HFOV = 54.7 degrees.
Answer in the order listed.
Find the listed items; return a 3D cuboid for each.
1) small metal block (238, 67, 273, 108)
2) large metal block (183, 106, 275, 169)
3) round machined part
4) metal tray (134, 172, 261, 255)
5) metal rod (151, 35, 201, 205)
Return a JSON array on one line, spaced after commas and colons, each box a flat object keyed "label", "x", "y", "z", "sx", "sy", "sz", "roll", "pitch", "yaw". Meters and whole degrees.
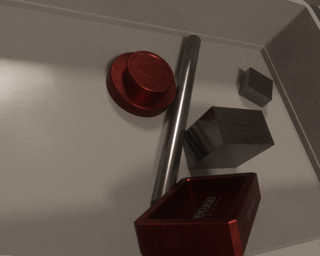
[{"label": "small metal block", "x": 0.169, "y": -0.071, "z": 0.543, "sx": 0.050, "sy": 0.025, "sz": 0.050, "roll": 27, "pitch": 52, "yaw": -12}, {"label": "large metal block", "x": 0.086, "y": 0.016, "z": 0.409, "sx": 0.081, "sy": 0.080, "sz": 0.050, "roll": 3, "pitch": 61, "yaw": -27}, {"label": "round machined part", "x": -0.020, "y": -0.067, "z": 0.426, "sx": 0.099, "sy": 0.042, "sz": 0.098, "roll": 14, "pitch": 56, "yaw": -21}, {"label": "metal tray", "x": 0.045, "y": 0.080, "z": 0.307, "sx": 0.131, "sy": 0.090, "sz": 0.030, "roll": -22, "pitch": 102, "yaw": -64}, {"label": "metal rod", "x": 0.030, "y": -0.031, "z": 0.441, "sx": 0.025, "sy": 0.025, "sz": 0.300, "roll": 24, "pitch": 53, "yaw": -14}]
